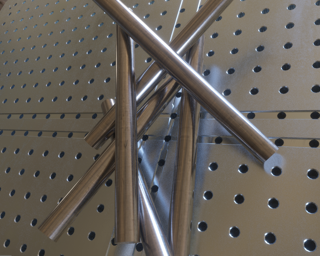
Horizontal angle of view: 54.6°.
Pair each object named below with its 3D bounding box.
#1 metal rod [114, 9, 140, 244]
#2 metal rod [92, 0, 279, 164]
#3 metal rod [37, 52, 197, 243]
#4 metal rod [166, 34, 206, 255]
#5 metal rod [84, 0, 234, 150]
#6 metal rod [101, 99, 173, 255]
[{"bbox_3d":[-0.040,-0.023,0.366,0.025,0.025,0.299,-14,63,21],"label":"metal rod"},{"bbox_3d":[0.018,-0.075,0.369,0.025,0.025,0.300,-43,75,-2],"label":"metal rod"},{"bbox_3d":[-0.032,0.004,0.383,0.025,0.025,0.301,19,59,35],"label":"metal rod"},{"bbox_3d":[0.033,0.012,0.368,0.025,0.025,0.299,-5,64,26],"label":"metal rod"},{"bbox_3d":[0.011,-0.090,0.400,0.300,0.025,0.025,-48,51,2],"label":"metal rod"},{"bbox_3d":[-0.030,0.062,0.367,0.025,0.025,0.300,-33,45,7],"label":"metal rod"}]
